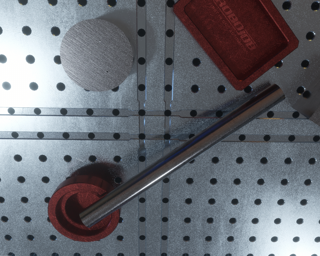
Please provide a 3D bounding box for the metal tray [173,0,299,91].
[{"bbox_3d":[0.088,-0.121,0.367,0.090,0.030,0.130,-39,106,13],"label":"metal tray"}]

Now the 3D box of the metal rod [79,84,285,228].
[{"bbox_3d":[0.028,0.036,0.401,0.301,0.025,0.025,-34,107,1],"label":"metal rod"}]

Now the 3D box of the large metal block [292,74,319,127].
[{"bbox_3d":[0.234,-0.031,0.392,0.080,0.050,0.080,31,107,-11],"label":"large metal block"}]

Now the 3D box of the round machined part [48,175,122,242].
[{"bbox_3d":[-0.104,0.110,0.443,0.099,0.042,0.097,0,110,-1],"label":"round machined part"}]

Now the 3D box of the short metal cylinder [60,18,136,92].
[{"bbox_3d":[-0.070,-0.088,0.367,0.081,0.050,0.079,0,110,-1],"label":"short metal cylinder"}]
